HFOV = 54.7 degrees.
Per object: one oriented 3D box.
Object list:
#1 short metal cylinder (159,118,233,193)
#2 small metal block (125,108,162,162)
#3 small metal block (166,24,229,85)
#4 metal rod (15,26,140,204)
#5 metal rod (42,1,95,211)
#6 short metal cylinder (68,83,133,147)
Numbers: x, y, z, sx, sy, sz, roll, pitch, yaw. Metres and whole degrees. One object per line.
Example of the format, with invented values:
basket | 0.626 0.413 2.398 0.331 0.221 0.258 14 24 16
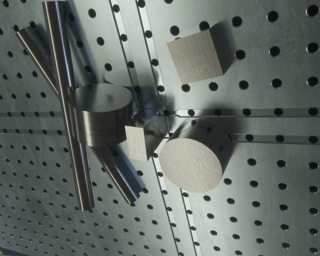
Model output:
short metal cylinder | 0.046 0.035 0.392 0.080 0.050 0.079 13 124 21
small metal block | -0.021 0.008 0.410 0.025 0.050 0.050 8 122 21
small metal block | 0.042 -0.080 0.340 0.050 0.025 0.050 -9 114 32
metal rod | -0.116 -0.010 0.466 0.025 0.025 0.299 -19 109 35
metal rod | -0.124 -0.017 0.436 0.025 0.025 0.298 6 112 25
short metal cylinder | -0.076 -0.019 0.404 0.080 0.080 0.050 16 125 19
